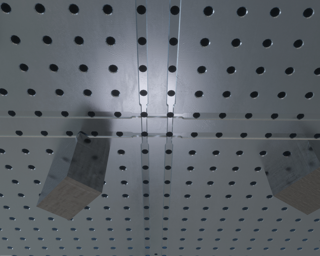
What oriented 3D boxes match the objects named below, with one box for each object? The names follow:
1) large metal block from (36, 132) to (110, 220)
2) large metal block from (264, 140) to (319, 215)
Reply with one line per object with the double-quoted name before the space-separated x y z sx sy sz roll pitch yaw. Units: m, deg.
"large metal block" -0.119 0.067 0.432 0.050 0.080 0.080 33 123 -25
"large metal block" 0.220 0.076 0.461 0.080 0.050 0.080 30 124 -23
